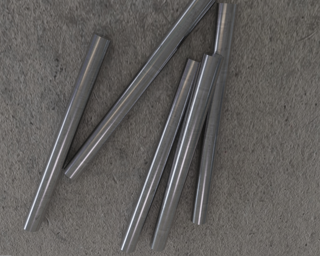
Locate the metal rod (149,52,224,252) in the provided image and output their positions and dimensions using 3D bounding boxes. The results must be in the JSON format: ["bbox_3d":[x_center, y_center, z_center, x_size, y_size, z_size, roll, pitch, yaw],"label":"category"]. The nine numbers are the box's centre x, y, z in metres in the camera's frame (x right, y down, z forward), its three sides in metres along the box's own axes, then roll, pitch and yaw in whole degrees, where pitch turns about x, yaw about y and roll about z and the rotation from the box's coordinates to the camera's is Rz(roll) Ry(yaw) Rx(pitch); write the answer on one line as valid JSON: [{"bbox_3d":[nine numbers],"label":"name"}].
[{"bbox_3d":[0.029,0.048,0.415,0.025,0.025,0.298,12,114,-5],"label":"metal rod"}]

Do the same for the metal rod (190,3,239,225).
[{"bbox_3d":[0.068,-0.004,0.408,0.025,0.025,0.298,4,110,-2],"label":"metal rod"}]

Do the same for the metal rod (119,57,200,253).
[{"bbox_3d":[-0.003,0.050,0.427,0.025,0.025,0.298,17,109,-6],"label":"metal rod"}]

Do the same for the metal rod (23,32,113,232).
[{"bbox_3d":[-0.129,0.019,0.415,0.025,0.025,0.298,23,108,-8],"label":"metal rod"}]

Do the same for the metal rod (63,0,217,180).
[{"bbox_3d":[-0.031,-0.048,0.391,0.025,0.025,0.299,36,106,-12],"label":"metal rod"}]
